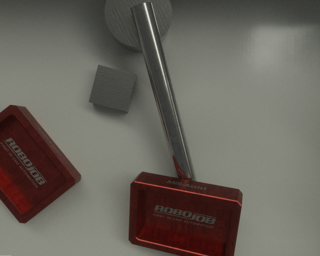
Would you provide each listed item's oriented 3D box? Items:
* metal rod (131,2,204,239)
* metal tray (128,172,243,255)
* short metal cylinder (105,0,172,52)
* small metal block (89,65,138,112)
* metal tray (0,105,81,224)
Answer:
[{"bbox_3d":[0.017,0.002,0.383,0.025,0.025,0.298,-15,102,0],"label":"metal rod"},{"bbox_3d":[0.029,0.110,0.380,0.131,0.030,0.089,8,108,14],"label":"metal tray"},{"bbox_3d":[-0.026,-0.140,0.394,0.081,0.050,0.079,0,97,-2],"label":"short metal cylinder"},{"bbox_3d":[-0.061,-0.051,0.411,0.050,0.025,0.050,14,90,-1],"label":"small metal block"},{"bbox_3d":[-0.180,0.046,0.406,0.090,0.030,0.130,-39,91,-1],"label":"metal tray"}]
